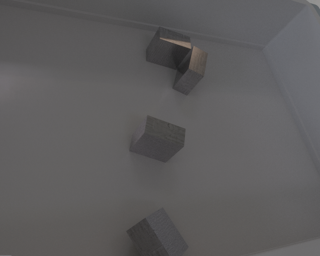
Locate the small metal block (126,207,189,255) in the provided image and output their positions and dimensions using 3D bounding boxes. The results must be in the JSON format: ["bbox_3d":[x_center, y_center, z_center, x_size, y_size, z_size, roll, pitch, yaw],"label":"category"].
[{"bbox_3d":[-0.001,0.114,0.318,0.050,0.025,0.050,55,15,14],"label":"small metal block"}]

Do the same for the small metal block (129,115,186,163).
[{"bbox_3d":[-0.004,0.015,0.378,0.050,0.050,0.025,20,54,-17],"label":"small metal block"}]

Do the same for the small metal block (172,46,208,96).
[{"bbox_3d":[0.045,-0.086,0.466,0.025,0.050,0.050,24,53,-14],"label":"small metal block"}]

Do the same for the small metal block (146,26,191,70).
[{"bbox_3d":[0.012,-0.119,0.469,0.050,0.050,0.025,12,57,-22],"label":"small metal block"}]
